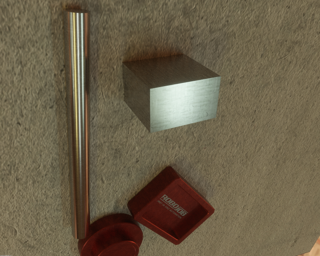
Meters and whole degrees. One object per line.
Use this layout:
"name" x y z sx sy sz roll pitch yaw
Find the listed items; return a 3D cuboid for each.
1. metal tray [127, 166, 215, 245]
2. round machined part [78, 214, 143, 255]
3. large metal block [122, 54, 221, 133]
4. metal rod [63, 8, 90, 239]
"metal tray" 0.022 0.128 0.496 0.090 0.030 0.130 -43 130 1
"round machined part" -0.071 0.182 0.471 0.099 0.042 0.097 -14 125 -21
"large metal block" 0.010 -0.043 0.351 0.081 0.080 0.050 -13 124 -22
"metal rod" -0.095 0.018 0.366 0.025 0.025 0.298 -8 122 -25
